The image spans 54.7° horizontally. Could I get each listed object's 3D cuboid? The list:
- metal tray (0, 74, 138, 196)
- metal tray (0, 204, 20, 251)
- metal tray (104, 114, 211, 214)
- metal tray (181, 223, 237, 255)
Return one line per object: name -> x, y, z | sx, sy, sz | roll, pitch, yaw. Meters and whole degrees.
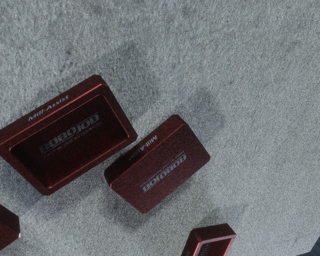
metal tray -> -0.102, 0.010, 0.354 | 0.131, 0.030, 0.090 | -33, 129, -7
metal tray -> -0.243, 0.131, 0.352 | 0.130, 0.030, 0.090 | -36, 129, -5
metal tray -> -0.001, 0.053, 0.438 | 0.130, 0.030, 0.090 | -40, 130, -2
metal tray -> 0.087, 0.251, 0.609 | 0.091, 0.030, 0.129 | 2, 118, -30
